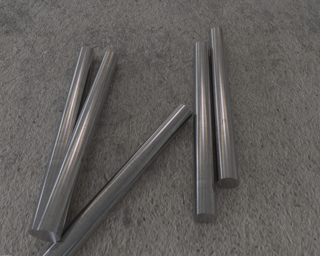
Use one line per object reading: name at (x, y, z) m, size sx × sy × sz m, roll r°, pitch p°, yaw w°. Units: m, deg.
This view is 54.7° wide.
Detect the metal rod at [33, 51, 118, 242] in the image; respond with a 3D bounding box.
metal rod at (-0.092, -0.006, 0.393) m, size 0.025 × 0.025 × 0.300 m, roll 4°, pitch 46°, yaw 3°

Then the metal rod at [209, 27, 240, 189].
metal rod at (0.088, -0.052, 0.446) m, size 0.025 × 0.025 × 0.300 m, roll 3°, pitch 50°, yaw 3°

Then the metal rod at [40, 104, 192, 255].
metal rod at (-0.053, 0.072, 0.341) m, size 0.025 × 0.025 × 0.301 m, roll 28°, pitch 55°, yaw 21°

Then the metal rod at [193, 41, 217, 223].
metal rod at (0.058, -0.020, 0.419) m, size 0.025 × 0.025 × 0.300 m, roll 3°, pitch 50°, yaw 3°

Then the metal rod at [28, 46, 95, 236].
metal rod at (-0.119, -0.008, 0.409) m, size 0.025 × 0.025 × 0.300 m, roll 0°, pitch 50°, yaw 0°
